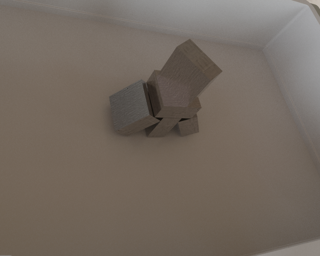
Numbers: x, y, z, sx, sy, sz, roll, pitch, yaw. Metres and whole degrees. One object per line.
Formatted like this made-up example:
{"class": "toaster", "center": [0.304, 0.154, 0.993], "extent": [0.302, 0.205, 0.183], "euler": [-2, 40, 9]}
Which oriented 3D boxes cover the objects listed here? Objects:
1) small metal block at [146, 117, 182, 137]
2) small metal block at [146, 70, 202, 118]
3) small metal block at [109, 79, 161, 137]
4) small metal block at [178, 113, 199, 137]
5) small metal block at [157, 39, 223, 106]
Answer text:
{"class": "small metal block", "center": [-0.001, -0.022, 0.400], "extent": [0.025, 0.050, 0.050], "euler": [1, 61, -28]}
{"class": "small metal block", "center": [0.016, -0.040, 0.371], "extent": [0.050, 0.025, 0.050], "euler": [1, 61, -28]}
{"class": "small metal block", "center": [-0.032, -0.024, 0.381], "extent": [0.025, 0.050, 0.050], "euler": [28, 42, -55]}
{"class": "small metal block", "center": [0.033, -0.023, 0.416], "extent": [0.025, 0.050, 0.050], "euler": [-15, 65, 3]}
{"class": "small metal block", "center": [0.032, -0.061, 0.344], "extent": [0.050, 0.050, 0.025], "euler": [46, 52, 4]}
